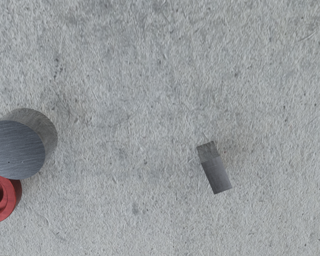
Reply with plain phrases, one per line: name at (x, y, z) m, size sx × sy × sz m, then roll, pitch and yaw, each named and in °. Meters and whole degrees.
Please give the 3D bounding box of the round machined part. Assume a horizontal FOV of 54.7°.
round machined part at (-0.240, 0.080, 0.428) m, size 0.099 × 0.042 × 0.097 m, roll 0°, pitch 110°, yaw 0°

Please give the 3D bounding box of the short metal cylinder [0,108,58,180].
short metal cylinder at (-0.181, 0.019, 0.402) m, size 0.081 × 0.050 × 0.079 m, roll 0°, pitch 110°, yaw 0°

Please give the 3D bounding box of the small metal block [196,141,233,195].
small metal block at (0.072, 0.052, 0.416) m, size 0.025 × 0.050 × 0.050 m, roll -22°, pitch 109°, yaw 8°
